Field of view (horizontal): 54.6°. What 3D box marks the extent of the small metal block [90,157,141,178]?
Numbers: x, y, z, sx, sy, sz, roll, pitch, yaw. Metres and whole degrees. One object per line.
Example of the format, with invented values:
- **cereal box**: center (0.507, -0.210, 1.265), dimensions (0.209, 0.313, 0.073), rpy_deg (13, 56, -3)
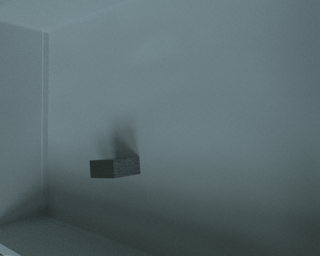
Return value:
- **small metal block**: center (-0.064, 0.056, 0.445), dimensions (0.050, 0.050, 0.025), rpy_deg (-7, 86, 40)
